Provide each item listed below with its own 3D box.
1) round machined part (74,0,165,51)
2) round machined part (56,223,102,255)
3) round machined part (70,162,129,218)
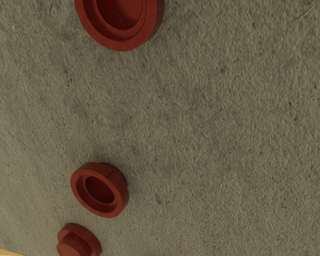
[{"bbox_3d":[-0.039,-0.136,0.332,0.098,0.042,0.097,13,124,21],"label":"round machined part"},{"bbox_3d":[-0.173,0.248,0.641,0.098,0.042,0.097,13,124,21],"label":"round machined part"},{"bbox_3d":[-0.092,0.095,0.503,0.098,0.042,0.097,13,124,21],"label":"round machined part"}]
